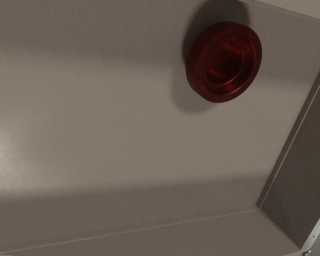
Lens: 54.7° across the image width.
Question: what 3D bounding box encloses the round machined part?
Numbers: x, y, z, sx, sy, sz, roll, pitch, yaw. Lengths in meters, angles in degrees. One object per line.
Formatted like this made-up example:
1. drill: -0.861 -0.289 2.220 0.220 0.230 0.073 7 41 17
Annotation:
1. round machined part: 0.075 -0.084 0.389 0.099 0.042 0.097 -14 125 -21
